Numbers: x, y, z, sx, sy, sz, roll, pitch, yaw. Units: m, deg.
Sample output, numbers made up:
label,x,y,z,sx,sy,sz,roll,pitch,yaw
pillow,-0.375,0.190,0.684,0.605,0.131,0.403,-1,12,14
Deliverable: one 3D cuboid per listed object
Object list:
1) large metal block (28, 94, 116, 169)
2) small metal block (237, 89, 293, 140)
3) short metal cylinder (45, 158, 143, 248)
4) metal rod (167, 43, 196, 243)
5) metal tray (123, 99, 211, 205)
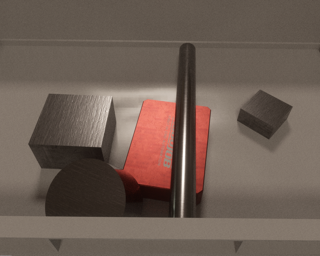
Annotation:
label,x,y,z,sx,sy,sz,roll,pitch,yaw
large metal block,-0.102,0.005,0.384,0.081,0.050,0.080,3,50,1
small metal block,0.143,-0.020,0.423,0.050,0.025,0.050,35,58,25
short metal cylinder,-0.063,0.074,0.306,0.080,0.050,0.080,-4,73,14
metal rod,0.031,-0.013,0.372,0.025,0.025,0.300,4,46,3
metal tray,0.012,0.024,0.382,0.090,0.030,0.130,8,50,6
